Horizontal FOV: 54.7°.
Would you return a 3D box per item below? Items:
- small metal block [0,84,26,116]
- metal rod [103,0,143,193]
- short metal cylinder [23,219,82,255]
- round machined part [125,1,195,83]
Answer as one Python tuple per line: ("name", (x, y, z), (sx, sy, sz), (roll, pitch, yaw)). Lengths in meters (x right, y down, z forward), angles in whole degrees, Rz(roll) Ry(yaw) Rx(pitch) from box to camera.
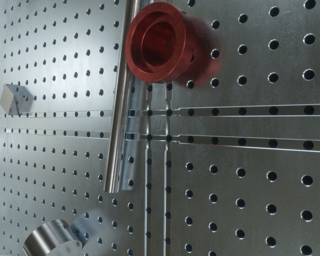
("small metal block", (-0.323, -0.062, 0.677), (0.050, 0.025, 0.050), (41, 115, 32))
("metal rod", (-0.054, -0.053, 0.454), (0.025, 0.025, 0.298), (13, 98, 39))
("short metal cylinder", (-0.180, 0.203, 0.523), (0.050, 0.081, 0.079), (38, 113, 33))
("round machined part", (0.005, -0.105, 0.395), (0.098, 0.042, 0.097), (0, 90, 40))
